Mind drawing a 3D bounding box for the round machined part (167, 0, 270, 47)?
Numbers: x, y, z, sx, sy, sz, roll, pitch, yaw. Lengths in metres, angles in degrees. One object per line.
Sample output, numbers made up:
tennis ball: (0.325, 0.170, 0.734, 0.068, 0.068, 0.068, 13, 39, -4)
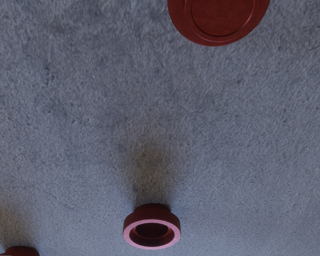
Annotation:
round machined part: (0.056, -0.122, 0.293, 0.099, 0.042, 0.097, -1, 130, 0)

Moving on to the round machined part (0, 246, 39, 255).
round machined part: (-0.284, 0.275, 0.626, 0.099, 0.042, 0.097, -1, 130, 0)

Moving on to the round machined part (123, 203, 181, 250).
round machined part: (-0.014, 0.168, 0.539, 0.099, 0.042, 0.097, -1, 130, 0)
